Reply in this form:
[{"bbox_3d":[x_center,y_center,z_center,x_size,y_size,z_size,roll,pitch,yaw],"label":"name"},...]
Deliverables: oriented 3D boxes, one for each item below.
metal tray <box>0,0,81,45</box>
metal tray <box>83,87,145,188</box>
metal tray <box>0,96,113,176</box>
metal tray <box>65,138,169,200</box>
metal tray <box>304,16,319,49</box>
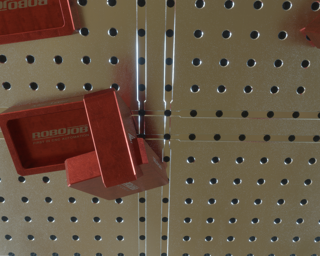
[{"bbox_3d":[-0.167,-0.145,0.354,0.131,0.030,0.089,-7,110,2],"label":"metal tray"},{"bbox_3d":[-0.045,0.014,0.347,0.030,0.130,0.090,-15,84,0],"label":"metal tray"},{"bbox_3d":[-0.133,0.010,0.412,0.131,0.030,0.089,-9,110,2],"label":"metal tray"},{"bbox_3d":[-0.046,0.056,0.385,0.090,0.130,0.030,-17,68,6],"label":"metal tray"},{"bbox_3d":[0.234,-0.137,0.331,0.130,0.090,0.030,-42,105,13],"label":"metal tray"}]
